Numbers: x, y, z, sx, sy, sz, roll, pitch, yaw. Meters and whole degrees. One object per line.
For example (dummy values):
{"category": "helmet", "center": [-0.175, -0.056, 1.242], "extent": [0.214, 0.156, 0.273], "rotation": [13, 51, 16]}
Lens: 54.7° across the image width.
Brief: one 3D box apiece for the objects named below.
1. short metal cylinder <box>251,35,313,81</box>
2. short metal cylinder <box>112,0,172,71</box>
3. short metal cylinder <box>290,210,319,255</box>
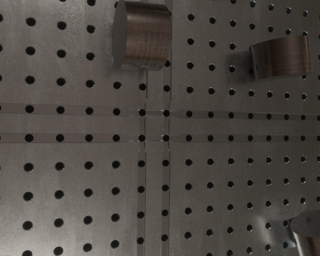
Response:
{"category": "short metal cylinder", "center": [0.176, -0.099, 0.450], "extent": [0.081, 0.080, 0.050], "rotation": [-8, 93, -20]}
{"category": "short metal cylinder", "center": [-0.025, -0.111, 0.375], "extent": [0.050, 0.080, 0.079], "rotation": [-1, 91, -20]}
{"category": "short metal cylinder", "center": [0.250, 0.169, 0.478], "extent": [0.081, 0.080, 0.050], "rotation": [-20, 97, -19]}
